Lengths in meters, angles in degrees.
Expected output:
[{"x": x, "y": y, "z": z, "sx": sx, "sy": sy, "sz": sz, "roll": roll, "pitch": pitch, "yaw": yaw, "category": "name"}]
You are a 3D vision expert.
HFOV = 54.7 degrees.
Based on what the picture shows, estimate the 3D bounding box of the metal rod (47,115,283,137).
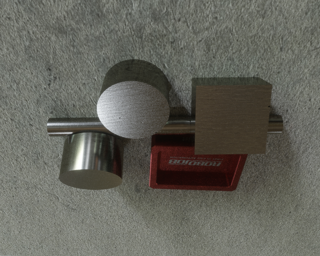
[{"x": 0.007, "y": -0.003, "z": 0.408, "sx": 0.302, "sy": 0.025, "sz": 0.025, "roll": -1, "pitch": 130, "yaw": 0, "category": "metal rod"}]

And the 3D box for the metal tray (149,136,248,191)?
[{"x": 0.052, "y": 0.050, "z": 0.447, "sx": 0.131, "sy": 0.030, "sz": 0.089, "roll": 2, "pitch": 130, "yaw": -3, "category": "metal tray"}]

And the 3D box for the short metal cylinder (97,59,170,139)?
[{"x": -0.029, "y": -0.034, "z": 0.363, "sx": 0.081, "sy": 0.050, "sz": 0.079, "roll": 0, "pitch": 130, "yaw": 0, "category": "short metal cylinder"}]

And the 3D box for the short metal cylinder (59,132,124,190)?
[{"x": -0.090, "y": 0.047, "z": 0.415, "sx": 0.081, "sy": 0.050, "sz": 0.080, "roll": -1, "pitch": 151, "yaw": 0, "category": "short metal cylinder"}]

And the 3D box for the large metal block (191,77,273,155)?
[{"x": 0.079, "y": -0.016, "z": 0.363, "sx": 0.081, "sy": 0.050, "sz": 0.079, "roll": -1, "pitch": 109, "yaw": 0, "category": "large metal block"}]
